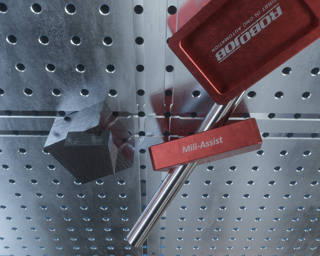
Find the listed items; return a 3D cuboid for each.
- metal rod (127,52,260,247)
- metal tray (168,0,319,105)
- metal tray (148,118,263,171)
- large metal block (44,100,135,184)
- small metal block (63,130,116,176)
[{"bbox_3d":[0.037,0.040,0.395,0.025,0.025,0.298,24,110,-19],"label":"metal rod"},{"bbox_3d":[0.085,-0.095,0.307,0.130,0.030,0.090,-37,99,27],"label":"metal tray"},{"bbox_3d":[0.061,0.026,0.399,0.130,0.030,0.090,-16,167,13],"label":"metal tray"},{"bbox_3d":[-0.089,0.021,0.412,0.080,0.050,0.080,-21,127,16],"label":"large metal block"},{"bbox_3d":[-0.082,0.031,0.371,0.050,0.025,0.050,-2,130,1],"label":"small metal block"}]
